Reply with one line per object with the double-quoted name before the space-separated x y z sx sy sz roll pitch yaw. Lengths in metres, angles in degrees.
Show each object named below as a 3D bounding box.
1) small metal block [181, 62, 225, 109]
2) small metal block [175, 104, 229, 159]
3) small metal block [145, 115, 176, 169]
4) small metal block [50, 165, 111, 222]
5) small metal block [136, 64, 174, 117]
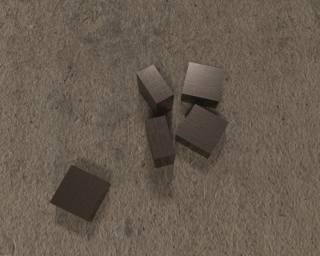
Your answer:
"small metal block" 0.059 -0.059 0.431 0.050 0.025 0.050 13 70 4
"small metal block" 0.055 0.005 0.407 0.050 0.025 0.050 30 72 10
"small metal block" 0.000 0.019 0.388 0.025 0.050 0.050 -13 71 -5
"small metal block" -0.096 0.080 0.378 0.050 0.025 0.050 24 72 8
"small metal block" -0.006 -0.047 0.412 0.025 0.050 0.050 -30 73 -10
